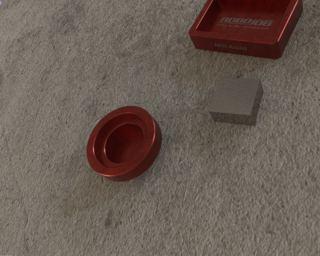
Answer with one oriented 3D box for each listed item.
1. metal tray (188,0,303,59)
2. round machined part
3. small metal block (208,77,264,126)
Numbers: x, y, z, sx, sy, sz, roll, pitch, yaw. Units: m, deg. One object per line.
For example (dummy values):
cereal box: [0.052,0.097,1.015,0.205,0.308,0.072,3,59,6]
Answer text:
metal tray: [0.116,-0.147,0.430,0.130,0.030,0.090,18,71,35]
round machined part: [-0.042,0.023,0.401,0.098,0.042,0.098,-13,56,21]
small metal block: [0.093,-0.033,0.375,0.050,0.025,0.050,8,65,31]
